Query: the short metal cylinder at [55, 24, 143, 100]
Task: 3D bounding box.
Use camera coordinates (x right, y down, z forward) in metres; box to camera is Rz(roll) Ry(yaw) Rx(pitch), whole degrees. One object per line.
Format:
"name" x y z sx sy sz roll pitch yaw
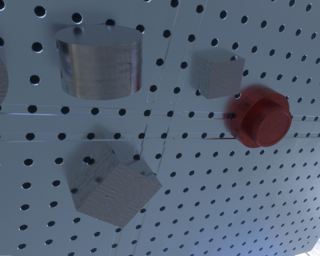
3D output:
"short metal cylinder" -0.057 -0.067 0.303 0.081 0.080 0.050 -11 123 -22

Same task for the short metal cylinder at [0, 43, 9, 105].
"short metal cylinder" -0.177 -0.051 0.267 0.081 0.050 0.079 -14 124 -21

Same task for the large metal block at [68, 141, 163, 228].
"large metal block" -0.059 0.076 0.410 0.080 0.050 0.080 -48 129 6

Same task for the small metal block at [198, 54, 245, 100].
"small metal block" 0.081 -0.069 0.413 0.050 0.025 0.050 -12 124 -22

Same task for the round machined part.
"round machined part" 0.165 -0.009 0.485 0.099 0.042 0.097 -14 124 -21
